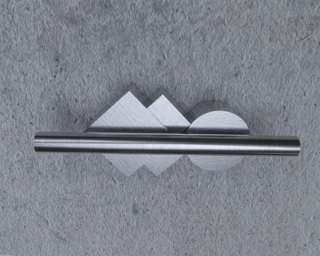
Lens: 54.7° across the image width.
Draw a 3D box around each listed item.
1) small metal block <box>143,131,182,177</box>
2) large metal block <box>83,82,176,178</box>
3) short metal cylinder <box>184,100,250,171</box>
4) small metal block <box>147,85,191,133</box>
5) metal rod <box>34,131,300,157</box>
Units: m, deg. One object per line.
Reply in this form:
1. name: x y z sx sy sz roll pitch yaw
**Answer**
1. small metal block: 0.006 0.029 0.409 0.050 0.050 0.025 -40 106 13
2. large metal block: -0.038 0.002 0.396 0.080 0.050 0.080 -40 106 13
3. short metal cylinder: 0.070 0.008 0.401 0.081 0.050 0.079 0 110 0
4. small metal block: 0.011 -0.022 0.390 0.025 0.050 0.050 -41 106 13
5. metal rod: 0.009 0.019 0.363 0.302 0.025 0.025 1 110 -1
